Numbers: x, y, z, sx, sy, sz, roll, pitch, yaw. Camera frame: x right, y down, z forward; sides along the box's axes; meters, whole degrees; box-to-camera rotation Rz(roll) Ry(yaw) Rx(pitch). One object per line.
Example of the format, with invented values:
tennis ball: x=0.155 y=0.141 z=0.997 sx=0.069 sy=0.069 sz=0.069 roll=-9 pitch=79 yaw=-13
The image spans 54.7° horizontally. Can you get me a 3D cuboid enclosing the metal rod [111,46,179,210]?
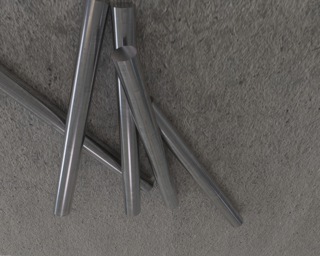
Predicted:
metal rod: x=-0.007 y=0.027 z=0.403 sx=0.025 sy=0.025 sz=0.299 roll=-8 pitch=138 yaw=7

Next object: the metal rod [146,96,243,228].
metal rod: x=0.058 y=0.067 z=0.464 sx=0.025 sy=0.025 sz=0.300 roll=-25 pitch=126 yaw=19

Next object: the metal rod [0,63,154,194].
metal rod: x=-0.115 y=0.004 z=0.409 sx=0.025 sy=0.025 sz=0.300 roll=-32 pitch=123 yaw=24

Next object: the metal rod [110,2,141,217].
metal rod: x=-0.039 y=0.002 z=0.388 sx=0.025 sy=0.025 sz=0.298 roll=1 pitch=124 yaw=-1

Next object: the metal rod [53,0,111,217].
metal rod: x=-0.101 y=-0.004 z=0.374 sx=0.025 sy=0.025 sz=0.298 roll=12 pitch=121 yaw=-11
